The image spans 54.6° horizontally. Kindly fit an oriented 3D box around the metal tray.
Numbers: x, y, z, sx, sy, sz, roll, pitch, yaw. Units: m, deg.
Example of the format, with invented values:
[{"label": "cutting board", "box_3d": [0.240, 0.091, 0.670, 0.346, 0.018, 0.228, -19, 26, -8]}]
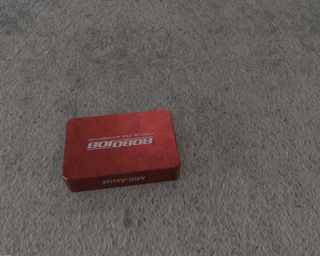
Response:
[{"label": "metal tray", "box_3d": [-0.047, 0.025, 0.379, 0.131, 0.030, 0.090, -6, 50, -5]}]
